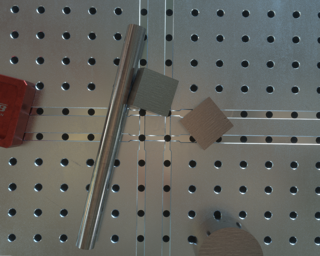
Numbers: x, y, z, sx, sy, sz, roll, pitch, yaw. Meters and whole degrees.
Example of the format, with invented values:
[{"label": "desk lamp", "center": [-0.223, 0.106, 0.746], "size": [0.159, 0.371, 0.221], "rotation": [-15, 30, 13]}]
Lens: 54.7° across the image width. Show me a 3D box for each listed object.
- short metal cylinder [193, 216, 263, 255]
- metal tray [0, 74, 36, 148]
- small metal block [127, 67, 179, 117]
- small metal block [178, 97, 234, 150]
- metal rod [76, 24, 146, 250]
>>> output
[{"label": "short metal cylinder", "center": [0.086, 0.161, 0.402], "size": [0.081, 0.050, 0.079], "rotation": [0, 90, -1]}, {"label": "metal tray", "center": [-0.242, -0.032, 0.407], "size": [0.131, 0.030, 0.089], "rotation": [14, 90, -1]}, {"label": "small metal block", "center": [-0.009, -0.046, 0.404], "size": [0.050, 0.025, 0.050], "rotation": [17, 90, -25]}, {"label": "small metal block", "center": [0.061, -0.006, 0.414], "size": [0.050, 0.025, 0.050], "rotation": [-40, 91, 0]}, {"label": "metal rod", "center": [-0.065, 0.011, 0.412], "size": [0.025, 0.025, 0.298], "rotation": [13, 90, -1]}]
